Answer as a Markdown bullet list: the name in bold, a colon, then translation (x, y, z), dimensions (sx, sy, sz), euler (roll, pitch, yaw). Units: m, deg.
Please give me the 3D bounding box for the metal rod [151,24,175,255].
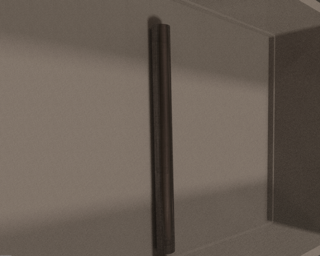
- **metal rod**: translation (0.004, 0.015, 0.412), dimensions (0.025, 0.025, 0.298), euler (-2, 92, -40)
